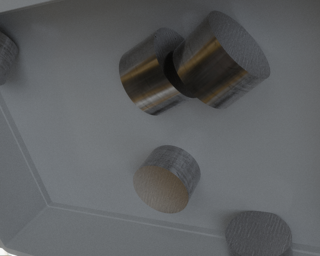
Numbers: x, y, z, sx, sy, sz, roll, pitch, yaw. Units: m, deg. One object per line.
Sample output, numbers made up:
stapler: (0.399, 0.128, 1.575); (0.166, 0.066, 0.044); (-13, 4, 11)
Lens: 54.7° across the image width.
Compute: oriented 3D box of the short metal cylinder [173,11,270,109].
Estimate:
short metal cylinder: (0.060, -0.065, 0.301); (0.080, 0.080, 0.050); (46, 129, -4)

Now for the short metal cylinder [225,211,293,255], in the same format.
short metal cylinder: (0.128, 0.154, 0.401); (0.080, 0.080, 0.050); (0, 119, 28)

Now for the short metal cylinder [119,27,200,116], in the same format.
short metal cylinder: (0.003, -0.059, 0.334); (0.050, 0.080, 0.080); (-25, 105, 36)

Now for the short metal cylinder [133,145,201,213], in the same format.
short metal cylinder: (0.010, 0.071, 0.430); (0.080, 0.050, 0.079); (13, 124, 20)

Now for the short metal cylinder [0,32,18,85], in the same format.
short metal cylinder: (-0.250, -0.102, 0.434); (0.080, 0.050, 0.080); (8, 157, 4)
